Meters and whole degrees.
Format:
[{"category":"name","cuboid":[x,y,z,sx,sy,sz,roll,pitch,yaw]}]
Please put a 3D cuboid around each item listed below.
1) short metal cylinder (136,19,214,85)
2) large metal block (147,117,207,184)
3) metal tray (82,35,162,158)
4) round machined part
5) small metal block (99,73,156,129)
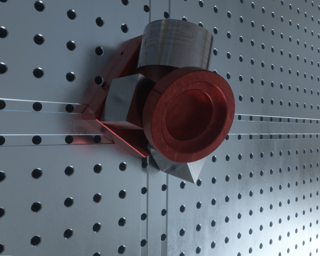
[{"category":"short metal cylinder","cuboid":[0.017,-0.080,0.350,0.081,0.080,0.050,17,79,-39]},{"category":"large metal block","cuboid":[0.033,0.015,0.399,0.080,0.050,0.080,-63,156,-21]},{"category":"metal tray","cuboid":[-0.024,-0.040,0.388,0.090,0.030,0.130,42,64,-32]},{"category":"round machined part","cuboid":[0.026,-0.016,0.325,0.099,0.042,0.097,-11,115,-24]},{"category":"small metal block","cuboid":[-0.033,-0.026,0.325,0.025,0.050,0.050,25,74,-38]}]
